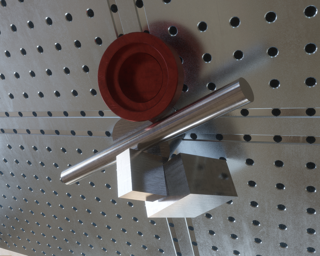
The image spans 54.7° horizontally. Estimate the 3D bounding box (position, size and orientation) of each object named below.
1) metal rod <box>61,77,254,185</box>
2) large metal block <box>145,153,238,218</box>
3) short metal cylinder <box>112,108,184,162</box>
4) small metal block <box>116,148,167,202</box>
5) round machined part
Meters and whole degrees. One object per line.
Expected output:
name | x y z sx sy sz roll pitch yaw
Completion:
metal rod | -0.029 0.019 0.371 0.299 0.025 0.025 -27 104 37
large metal block | 0.036 0.076 0.393 0.081 0.050 0.080 13 142 -37
short metal cylinder | -0.014 0.009 0.406 0.080 0.050 0.079 13 124 20
small metal block | -0.022 0.056 0.361 0.050 0.050 0.025 19 142 -39
round machined part | -0.019 -0.058 0.358 0.098 0.042 0.097 3 97 22
